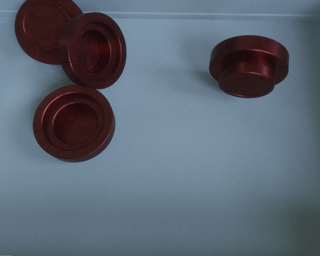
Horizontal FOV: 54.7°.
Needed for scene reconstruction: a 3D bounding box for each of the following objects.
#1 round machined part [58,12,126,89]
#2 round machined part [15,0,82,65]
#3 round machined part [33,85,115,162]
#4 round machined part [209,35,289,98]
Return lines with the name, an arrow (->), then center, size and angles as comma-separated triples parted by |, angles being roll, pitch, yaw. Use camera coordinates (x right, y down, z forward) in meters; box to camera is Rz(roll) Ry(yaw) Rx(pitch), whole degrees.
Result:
round machined part -> -0.094, -0.102, 0.415 | 0.042, 0.098, 0.098 | 11, 67, 37
round machined part -> -0.152, -0.138, 0.430 | 0.099, 0.042, 0.097 | 0, 97, -1
round machined part -> -0.107, -0.003, 0.400 | 0.099, 0.042, 0.098 | 0, 72, 0
round machined part -> 0.112, -0.072, 0.398 | 0.099, 0.098, 0.042 | 10, 71, 3
